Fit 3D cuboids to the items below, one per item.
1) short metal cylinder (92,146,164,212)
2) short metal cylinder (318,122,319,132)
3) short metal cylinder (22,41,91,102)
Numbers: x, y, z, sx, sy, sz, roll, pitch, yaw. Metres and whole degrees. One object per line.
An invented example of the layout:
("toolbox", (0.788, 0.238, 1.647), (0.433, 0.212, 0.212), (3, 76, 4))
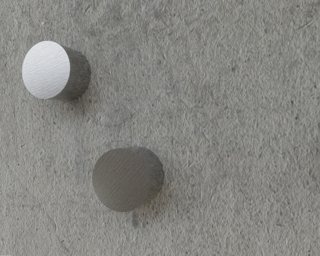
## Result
("short metal cylinder", (-0.041, 0.065, 0.410), (0.080, 0.050, 0.080), (0, 90, 20))
("short metal cylinder", (0.202, 0.020, 0.308), (0.050, 0.080, 0.080), (-27, 81, 18))
("short metal cylinder", (-0.149, -0.080, 0.448), (0.080, 0.050, 0.080), (0, 90, 20))
